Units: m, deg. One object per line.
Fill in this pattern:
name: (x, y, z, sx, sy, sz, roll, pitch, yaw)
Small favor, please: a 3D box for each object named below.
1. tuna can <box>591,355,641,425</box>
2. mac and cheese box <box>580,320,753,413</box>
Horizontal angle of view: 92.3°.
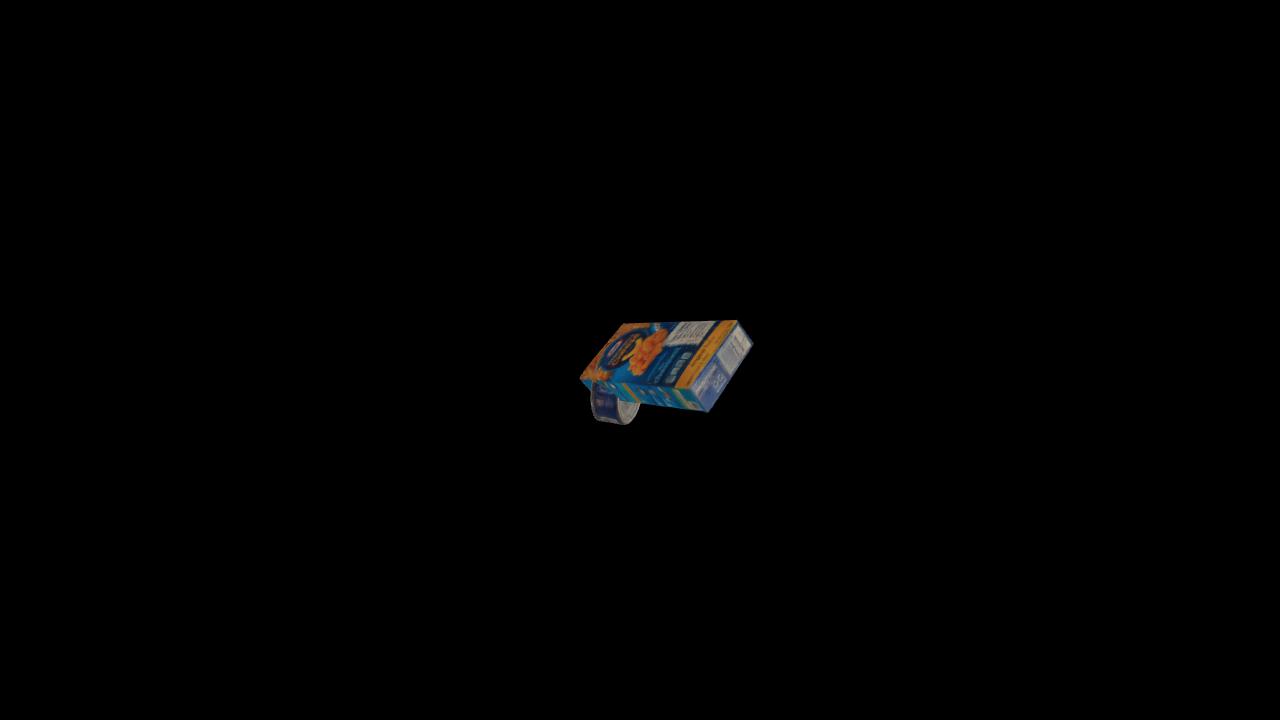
tuna can: (-0.024, 0.032, 0.706, 0.034, 0.084, 0.084, 8, 3, 21)
mac and cheese box: (0.022, 0.002, 0.646, 0.184, 0.093, 0.041, 2, -41, 51)
